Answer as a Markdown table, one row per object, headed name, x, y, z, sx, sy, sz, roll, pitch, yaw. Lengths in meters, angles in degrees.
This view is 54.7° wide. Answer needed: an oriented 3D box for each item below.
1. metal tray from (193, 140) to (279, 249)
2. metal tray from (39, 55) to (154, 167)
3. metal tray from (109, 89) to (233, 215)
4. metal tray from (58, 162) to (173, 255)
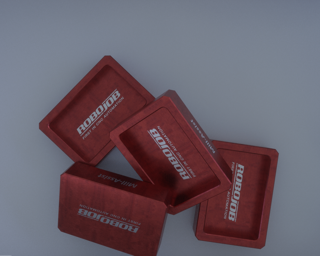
| name | x | y | z | sx | sy | sz | roll | pitch | yaw |
| --- | --- | --- | --- | --- | --- | --- | --- | --- | --- |
| metal tray | 0.098 | 0.085 | 0.409 | 0.091 | 0.030 | 0.129 | 8 | 90 | 0 |
| metal tray | -0.079 | -0.018 | 0.408 | 0.090 | 0.030 | 0.130 | 44 | 90 | 0 |
| metal tray | 0.014 | 0.032 | 0.368 | 0.090 | 0.030 | 0.130 | -32 | 100 | 24 |
| metal tray | -0.058 | 0.102 | 0.381 | 0.131 | 0.030 | 0.089 | 15 | 114 | 9 |
